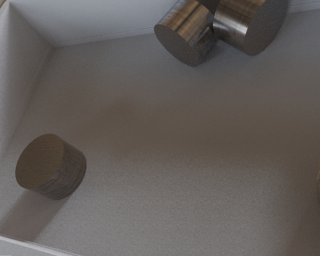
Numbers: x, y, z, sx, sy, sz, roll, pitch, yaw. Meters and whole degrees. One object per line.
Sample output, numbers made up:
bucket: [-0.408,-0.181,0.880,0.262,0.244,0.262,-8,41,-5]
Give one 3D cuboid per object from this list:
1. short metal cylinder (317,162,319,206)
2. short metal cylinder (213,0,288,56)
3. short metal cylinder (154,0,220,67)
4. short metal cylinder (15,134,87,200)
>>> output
short metal cylinder: [0.179,0.052,0.264,0.080,0.050,0.080,-13,56,20]
short metal cylinder: [0.114,-0.139,0.392,0.080,0.080,0.050,-46,58,-4]
short metal cylinder: [0.039,-0.131,0.430,0.080,0.080,0.050,35,82,38]
short metal cylinder: [-0.152,0.055,0.434,0.080,0.050,0.080,-13,56,20]
